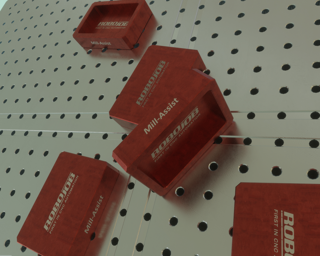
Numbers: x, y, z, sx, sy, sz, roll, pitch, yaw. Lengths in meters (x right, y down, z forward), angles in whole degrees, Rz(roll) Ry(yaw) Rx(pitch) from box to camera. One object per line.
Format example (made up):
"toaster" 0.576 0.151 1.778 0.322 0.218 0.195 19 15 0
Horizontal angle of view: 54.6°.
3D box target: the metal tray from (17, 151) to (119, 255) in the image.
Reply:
"metal tray" -0.120 0.101 0.407 0.090 0.030 0.130 9 66 32

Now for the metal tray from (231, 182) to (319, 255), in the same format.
"metal tray" 0.112 0.116 0.276 0.090 0.030 0.130 -4 60 26

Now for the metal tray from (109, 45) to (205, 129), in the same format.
"metal tray" -0.004 -0.056 0.442 0.090 0.030 0.130 17 70 35

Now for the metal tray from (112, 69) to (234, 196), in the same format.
"metal tray" 0.020 0.009 0.351 0.130 0.090 0.030 -47 51 -4

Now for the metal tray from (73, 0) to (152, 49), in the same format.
"metal tray" -0.089 -0.191 0.570 0.130 0.030 0.090 12 67 33
